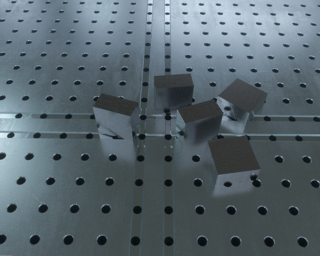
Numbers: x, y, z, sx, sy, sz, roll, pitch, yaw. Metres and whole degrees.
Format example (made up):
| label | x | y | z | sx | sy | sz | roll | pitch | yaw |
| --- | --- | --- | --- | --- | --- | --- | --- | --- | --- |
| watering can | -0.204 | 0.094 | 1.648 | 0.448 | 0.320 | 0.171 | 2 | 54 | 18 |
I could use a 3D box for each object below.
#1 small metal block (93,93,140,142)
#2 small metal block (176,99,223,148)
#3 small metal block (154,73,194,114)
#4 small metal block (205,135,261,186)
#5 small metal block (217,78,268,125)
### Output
| label | x | y | z | sx | sy | sz | roll | pitch | yaw |
| --- | --- | --- | --- | --- | --- | --- | --- | --- | --- |
| small metal block | -0.055 | -0.013 | 0.402 | 0.050 | 0.050 | 0.025 | 15 | 52 | 12 |
| small metal block | 0.049 | -0.005 | 0.396 | 0.050 | 0.050 | 0.025 | -16 | 52 | -13 |
| small metal block | 0.018 | -0.047 | 0.431 | 0.050 | 0.050 | 0.025 | -5 | 51 | -5 |
| small metal block | 0.086 | 0.039 | 0.376 | 0.050 | 0.025 | 0.050 | -6 | 50 | -6 |
| small metal block | 0.116 | -0.039 | 0.442 | 0.050 | 0.025 | 0.050 | 34 | 57 | 24 |
